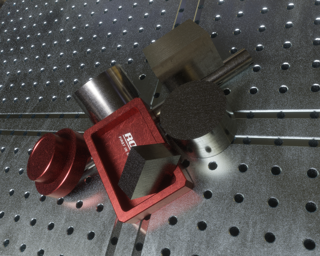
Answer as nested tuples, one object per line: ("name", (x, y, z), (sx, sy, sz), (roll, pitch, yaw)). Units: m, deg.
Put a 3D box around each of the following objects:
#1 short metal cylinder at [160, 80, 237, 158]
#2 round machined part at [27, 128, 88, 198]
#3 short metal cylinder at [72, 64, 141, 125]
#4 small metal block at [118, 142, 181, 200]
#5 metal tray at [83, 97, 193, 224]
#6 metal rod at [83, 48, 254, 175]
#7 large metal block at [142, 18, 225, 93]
("short metal cylinder", (0.047, -0.010, 0.373), (0.080, 0.050, 0.080), (-13, 56, 21))
("round machined part", (-0.147, 0.045, 0.431), (0.098, 0.042, 0.098), (-22, 54, 35))
("short metal cylinder", (-0.074, -0.046, 0.433), (0.080, 0.050, 0.080), (-33, 8, 6))
("small metal block", (-0.011, 0.045, 0.333), (0.025, 0.050, 0.050), (40, 120, 37))
("metal tray", (-0.030, 0.038, 0.379), (0.090, 0.030, 0.130), (-33, 64, 7))
("metal rod", (-0.010, -0.013, 0.424), (0.300, 0.025, 0.025), (-33, 52, 7))
("large metal block", (0.028, -0.097, 0.422), (0.080, 0.050, 0.080), (-32, 32, 7))
